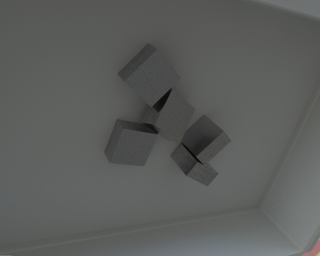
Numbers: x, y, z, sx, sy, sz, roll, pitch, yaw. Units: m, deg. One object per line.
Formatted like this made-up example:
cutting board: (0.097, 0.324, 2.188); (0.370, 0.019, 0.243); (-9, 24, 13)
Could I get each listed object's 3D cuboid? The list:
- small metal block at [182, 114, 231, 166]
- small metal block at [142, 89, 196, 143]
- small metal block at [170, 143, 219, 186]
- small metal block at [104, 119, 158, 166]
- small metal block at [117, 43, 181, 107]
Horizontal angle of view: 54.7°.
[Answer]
small metal block: (0.062, 0.016, 0.436); (0.050, 0.050, 0.025); (-43, 129, 1)
small metal block: (0.012, -0.016, 0.393); (0.050, 0.025, 0.050); (36, 72, -39)
small metal block: (0.050, 0.053, 0.452); (0.050, 0.050, 0.025); (31, 101, -38)
small metal block: (-0.038, 0.020, 0.400); (0.050, 0.025, 0.050); (11, 113, -33)
small metal block: (-0.012, -0.061, 0.364); (0.050, 0.025, 0.050); (-45, 129, 3)
